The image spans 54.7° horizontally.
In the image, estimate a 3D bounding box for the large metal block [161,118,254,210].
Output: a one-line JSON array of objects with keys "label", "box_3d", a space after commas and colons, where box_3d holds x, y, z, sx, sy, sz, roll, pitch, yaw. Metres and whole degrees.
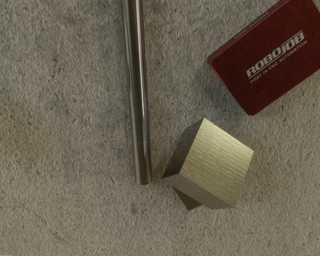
[{"label": "large metal block", "box_3d": [0.061, 0.047, 0.393, 0.080, 0.050, 0.080, 33, 63, -12]}]

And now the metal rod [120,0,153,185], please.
[{"label": "metal rod", "box_3d": [-0.029, -0.066, 0.385, 0.025, 0.025, 0.298, -2, 110, 0]}]

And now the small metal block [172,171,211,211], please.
[{"label": "small metal block", "box_3d": [0.050, 0.082, 0.441, 0.050, 0.025, 0.050, -29, 108, 10]}]

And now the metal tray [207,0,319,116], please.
[{"label": "metal tray", "box_3d": [0.136, -0.088, 0.377, 0.130, 0.030, 0.090, -37, 106, 12]}]
